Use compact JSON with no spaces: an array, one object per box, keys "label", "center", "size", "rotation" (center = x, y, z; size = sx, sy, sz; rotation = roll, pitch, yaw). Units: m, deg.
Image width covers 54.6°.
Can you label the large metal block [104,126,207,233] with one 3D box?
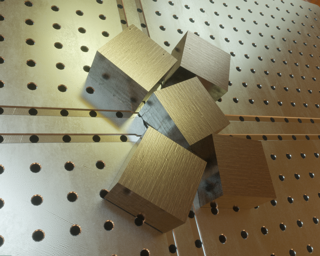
[{"label":"large metal block","center":[-0.003,0.059,0.352],"size":[0.080,0.050,0.080],"rotation":[33,51,-7]}]

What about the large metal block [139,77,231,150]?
[{"label":"large metal block","center":[0.033,-0.014,0.417],"size":[0.081,0.050,0.080],"rotation":[-25,75,-37]}]

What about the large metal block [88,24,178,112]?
[{"label":"large metal block","center":[-0.036,-0.082,0.422],"size":[0.080,0.050,0.080],"rotation":[39,51,-1]}]

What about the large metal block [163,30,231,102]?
[{"label":"large metal block","center":[0.059,-0.089,0.476],"size":[0.080,0.050,0.080],"rotation":[25,53,-16]}]

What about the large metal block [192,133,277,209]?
[{"label":"large metal block","center":[0.094,0.059,0.406],"size":[0.081,0.050,0.080],"rotation":[9,58,-24]}]
